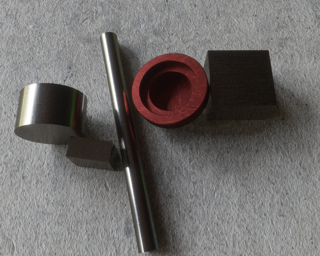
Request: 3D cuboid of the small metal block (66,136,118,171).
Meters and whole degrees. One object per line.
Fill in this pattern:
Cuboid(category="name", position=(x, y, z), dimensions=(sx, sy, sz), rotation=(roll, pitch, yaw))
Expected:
Cuboid(category="small metal block", position=(-0.082, 0.033, 0.382), dimensions=(0.050, 0.050, 0.025), rotation=(8, 70, 2))

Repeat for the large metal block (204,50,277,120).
Cuboid(category="large metal block", position=(0.103, -0.057, 0.417), dimensions=(0.081, 0.050, 0.080), rotation=(0, 70, -1))

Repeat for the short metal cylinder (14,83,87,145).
Cuboid(category="short metal cylinder", position=(-0.132, -0.015, 0.383), dimensions=(0.081, 0.080, 0.050), rotation=(-1, 70, -1))

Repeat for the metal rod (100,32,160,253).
Cuboid(category="metal rod", position=(-0.044, 0.004, 0.406), dimensions=(0.025, 0.025, 0.299), rotation=(-11, 70, -5))

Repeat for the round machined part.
Cuboid(category="round machined part", position=(0.016, -0.045, 0.407), dimensions=(0.098, 0.042, 0.098), rotation=(-4, 72, 14))
